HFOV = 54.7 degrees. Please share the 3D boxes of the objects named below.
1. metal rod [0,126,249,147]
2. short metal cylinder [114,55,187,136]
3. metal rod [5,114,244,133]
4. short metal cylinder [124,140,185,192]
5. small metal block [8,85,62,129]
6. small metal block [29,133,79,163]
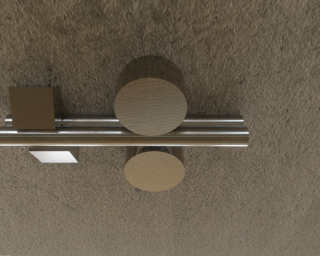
[{"bbox_3d":[-0.044,0.010,0.384,0.302,0.025,0.025,0,130,0],"label":"metal rod"},{"bbox_3d":[-0.010,-0.037,0.360,0.081,0.050,0.079,0,130,0],"label":"short metal cylinder"},{"bbox_3d":[-0.045,-0.005,0.404,0.302,0.025,0.025,0,130,-1],"label":"metal rod"},{"bbox_3d":[-0.007,0.043,0.429,0.081,0.050,0.079,0,130,0],"label":"short metal cylinder"},{"bbox_3d":[-0.149,-0.025,0.373,0.050,0.025,0.050,0,103,0],"label":"small metal block"},{"bbox_3d":[-0.140,0.028,0.418,0.050,0.025,0.050,0,157,-1],"label":"small metal block"}]
